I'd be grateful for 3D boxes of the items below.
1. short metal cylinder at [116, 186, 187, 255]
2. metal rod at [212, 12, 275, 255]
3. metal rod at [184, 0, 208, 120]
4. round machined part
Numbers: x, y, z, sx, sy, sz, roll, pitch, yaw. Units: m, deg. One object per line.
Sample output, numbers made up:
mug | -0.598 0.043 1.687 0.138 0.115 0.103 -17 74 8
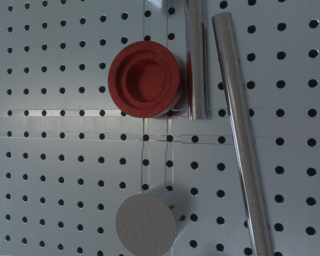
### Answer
short metal cylinder | -0.010 0.120 0.403 0.080 0.050 0.080 0 90 20
metal rod | 0.100 0.008 0.376 0.025 0.025 0.298 -10 87 20
metal rod | 0.044 -0.160 0.396 0.025 0.025 0.298 -2 89 20
round machined part | -0.015 -0.061 0.409 0.098 0.042 0.097 0 90 20
